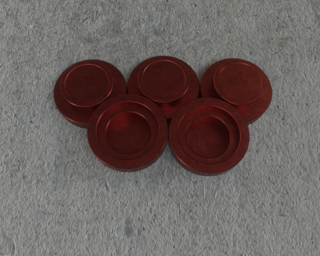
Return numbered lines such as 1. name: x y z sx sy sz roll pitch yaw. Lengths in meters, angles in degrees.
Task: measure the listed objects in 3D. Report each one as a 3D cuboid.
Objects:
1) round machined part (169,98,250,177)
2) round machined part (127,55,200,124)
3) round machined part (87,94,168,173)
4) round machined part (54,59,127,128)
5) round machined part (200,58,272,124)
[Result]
1. round machined part: 0.060 0.014 0.396 0.099 0.042 0.098 0 70 -1
2. round machined part: 0.005 -0.057 0.421 0.099 0.042 0.098 0 70 -1
3. round machined part: -0.039 0.009 0.396 0.099 0.042 0.098 0 70 -1
4. round machined part: -0.094 -0.051 0.418 0.099 0.042 0.098 0 70 -1
5. round machined part: 0.104 -0.054 0.421 0.099 0.042 0.098 0 70 -1
